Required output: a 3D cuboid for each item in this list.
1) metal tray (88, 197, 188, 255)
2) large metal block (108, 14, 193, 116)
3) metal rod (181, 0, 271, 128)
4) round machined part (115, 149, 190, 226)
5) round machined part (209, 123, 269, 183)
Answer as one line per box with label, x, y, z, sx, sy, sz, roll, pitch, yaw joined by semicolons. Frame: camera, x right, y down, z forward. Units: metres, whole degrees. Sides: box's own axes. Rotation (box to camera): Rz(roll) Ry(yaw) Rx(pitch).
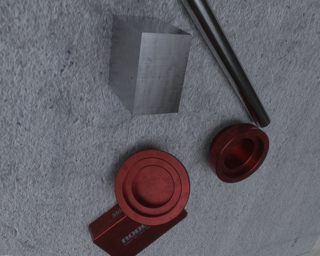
metal tray;-0.031;0.143;0.477;0.130;0.030;0.090;-36;130;-5
large metal block;-0.015;-0.068;0.322;0.050;0.080;0.079;-6;121;-26
metal rod;0.083;-0.094;0.396;0.025;0.025;0.300;-43;130;1
round machined part;-0.008;0.078;0.418;0.098;0.098;0.042;-43;171;1
round machined part;0.118;0.035;0.484;0.099;0.042;0.097;-14;125;-21
